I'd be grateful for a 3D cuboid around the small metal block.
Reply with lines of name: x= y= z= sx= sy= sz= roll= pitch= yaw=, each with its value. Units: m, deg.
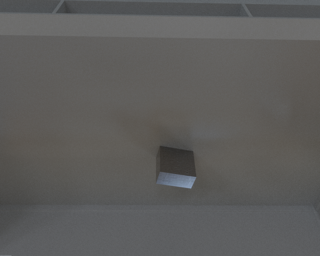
small metal block: x=0.022 y=0.055 z=0.440 sx=0.050 sy=0.050 sz=0.025 roll=10 pitch=129 yaw=-9
